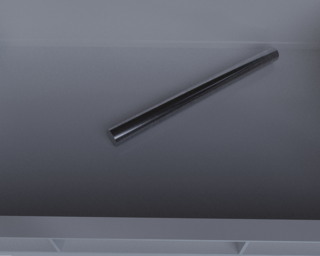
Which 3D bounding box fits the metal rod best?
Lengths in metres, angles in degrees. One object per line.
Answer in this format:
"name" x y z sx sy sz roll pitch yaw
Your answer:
"metal rod" 0.062 -0.054 0.450 0.302 0.025 0.025 -29 56 -22
